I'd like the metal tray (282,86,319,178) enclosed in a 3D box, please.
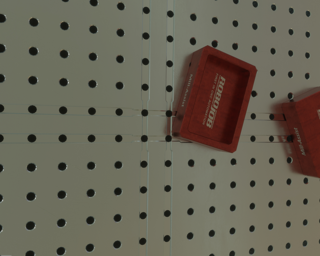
[{"bbox_3d":[0.261,0.005,0.506,0.091,0.030,0.129,-23,98,-19],"label":"metal tray"}]

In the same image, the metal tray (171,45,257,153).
[{"bbox_3d":[0.078,-0.038,0.438,0.091,0.030,0.130,18,84,-19],"label":"metal tray"}]
